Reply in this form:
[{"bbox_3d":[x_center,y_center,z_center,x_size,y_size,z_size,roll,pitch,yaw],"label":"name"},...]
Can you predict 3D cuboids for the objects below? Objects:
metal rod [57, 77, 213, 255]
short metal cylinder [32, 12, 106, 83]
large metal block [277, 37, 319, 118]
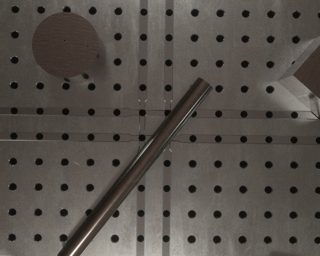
[{"bbox_3d":[-0.033,0.057,0.412,0.025,0.025,0.300,38,90,-1],"label":"metal rod"},{"bbox_3d":[-0.114,-0.101,0.399,0.081,0.050,0.079,0,90,-1],"label":"short metal cylinder"},{"bbox_3d":[0.219,-0.068,0.404,0.080,0.050,0.080,41,90,-1],"label":"large metal block"}]
